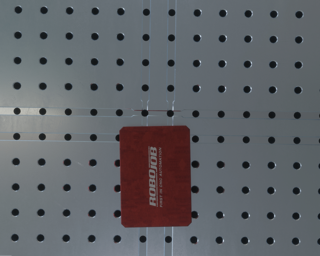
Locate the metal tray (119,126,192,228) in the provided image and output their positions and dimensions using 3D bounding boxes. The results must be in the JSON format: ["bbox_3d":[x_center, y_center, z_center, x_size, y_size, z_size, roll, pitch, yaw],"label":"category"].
[{"bbox_3d":[-0.006,0.062,0.411,0.090,0.030,0.129,-1,90,0],"label":"metal tray"}]
